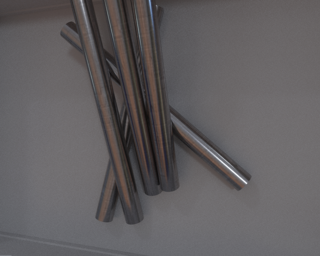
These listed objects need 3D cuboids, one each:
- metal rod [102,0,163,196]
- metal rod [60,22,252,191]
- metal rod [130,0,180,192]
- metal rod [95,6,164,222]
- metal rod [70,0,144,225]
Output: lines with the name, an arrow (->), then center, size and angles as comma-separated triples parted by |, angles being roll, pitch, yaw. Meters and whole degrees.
metal rod -> -0.033, -0.052, 0.358 | 0.025, 0.025, 0.298 | -2, 114, 20
metal rod -> -0.010, -0.032, 0.392 | 0.300, 0.025, 0.025 | 41, 103, 7
metal rod -> -0.007, -0.061, 0.342 | 0.025, 0.025, 0.298 | 0, 114, 20
metal rod -> -0.043, -0.016, 0.425 | 0.025, 0.025, 0.298 | 16, 95, 19
metal rod -> -0.064, -0.017, 0.391 | 0.025, 0.025, 0.298 | -7, 104, 20
